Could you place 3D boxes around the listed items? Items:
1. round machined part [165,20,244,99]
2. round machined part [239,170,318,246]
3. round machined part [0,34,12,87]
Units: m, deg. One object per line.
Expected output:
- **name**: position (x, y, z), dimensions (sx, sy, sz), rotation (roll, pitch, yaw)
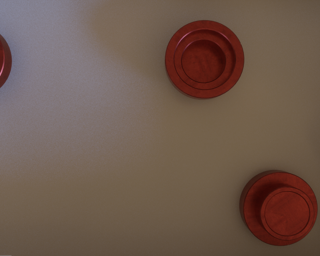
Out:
- **round machined part**: position (0.056, -0.085, 0.404), dimensions (0.099, 0.042, 0.097), rotation (0, 90, -1)
- **round machined part**: position (0.158, 0.107, 0.405), dimensions (0.099, 0.042, 0.097), rotation (0, 90, -1)
- **round machined part**: position (-0.240, -0.086, 0.400), dimensions (0.099, 0.042, 0.097), rotation (0, 90, -1)
